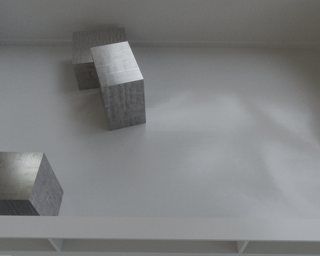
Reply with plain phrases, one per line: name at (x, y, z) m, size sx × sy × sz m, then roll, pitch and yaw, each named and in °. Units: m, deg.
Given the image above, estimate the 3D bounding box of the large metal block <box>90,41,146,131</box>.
large metal block at (-0.055, -0.056, 0.416) m, size 0.050 × 0.080 × 0.080 m, roll -14°, pitch 52°, yaw -11°

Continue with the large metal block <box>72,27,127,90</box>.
large metal block at (-0.089, -0.108, 0.479) m, size 0.081 × 0.050 × 0.080 m, roll -7°, pitch 50°, yaw -6°

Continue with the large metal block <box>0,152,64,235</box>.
large metal block at (-0.152, 0.067, 0.312) m, size 0.080 × 0.080 × 0.050 m, roll 1°, pitch 50°, yaw 0°
